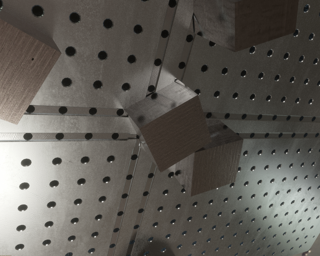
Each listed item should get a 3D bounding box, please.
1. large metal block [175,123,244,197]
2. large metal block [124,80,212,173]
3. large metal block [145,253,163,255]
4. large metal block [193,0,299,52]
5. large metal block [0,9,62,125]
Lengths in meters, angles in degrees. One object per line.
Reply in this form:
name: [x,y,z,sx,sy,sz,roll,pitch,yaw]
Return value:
large metal block: [0.071,0.046,0.465,0.081,0.050,0.079,-13,124,-22]
large metal block: [0.012,-0.003,0.402,0.080,0.050,0.080,-30,129,-9]
large metal block: [-0.008,0.283,0.568,0.080,0.050,0.080,27,103,-38]
large metal block: [0.093,-0.131,0.347,0.081,0.080,0.050,-21,127,-16]
large metal block: [-0.149,-0.061,0.276,0.080,0.050,0.080,27,103,-38]
